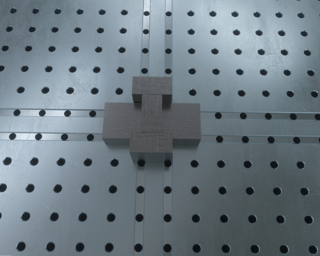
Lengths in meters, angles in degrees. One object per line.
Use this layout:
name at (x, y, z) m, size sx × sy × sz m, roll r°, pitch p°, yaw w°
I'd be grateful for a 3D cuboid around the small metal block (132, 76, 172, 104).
small metal block at (-0.010, -0.046, 0.415) m, size 0.050 × 0.050 × 0.025 m, roll 1°, pitch 70°, yaw 0°

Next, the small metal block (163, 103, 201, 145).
small metal block at (0.028, -0.005, 0.414) m, size 0.050 × 0.025 × 0.050 m, roll 1°, pitch 70°, yaw 0°

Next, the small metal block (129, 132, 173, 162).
small metal block at (-0.010, 0.025, 0.389) m, size 0.050 × 0.050 × 0.025 m, roll 1°, pitch 70°, yaw 0°

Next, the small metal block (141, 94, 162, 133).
small metal block at (-0.010, -0.010, 0.401) m, size 0.025 × 0.050 × 0.050 m, roll 1°, pitch 70°, yaw 0°

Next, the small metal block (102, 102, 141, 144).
small metal block at (-0.048, -0.006, 0.413) m, size 0.050 × 0.025 × 0.050 m, roll 1°, pitch 70°, yaw 0°
